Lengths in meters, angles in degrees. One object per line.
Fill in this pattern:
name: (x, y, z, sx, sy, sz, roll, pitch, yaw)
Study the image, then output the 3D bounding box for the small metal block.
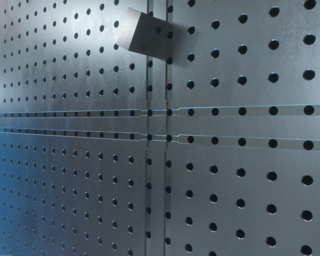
small metal block: (-0.024, -0.126, 0.413, 0.025, 0.050, 0.050, 35, 111, 34)
